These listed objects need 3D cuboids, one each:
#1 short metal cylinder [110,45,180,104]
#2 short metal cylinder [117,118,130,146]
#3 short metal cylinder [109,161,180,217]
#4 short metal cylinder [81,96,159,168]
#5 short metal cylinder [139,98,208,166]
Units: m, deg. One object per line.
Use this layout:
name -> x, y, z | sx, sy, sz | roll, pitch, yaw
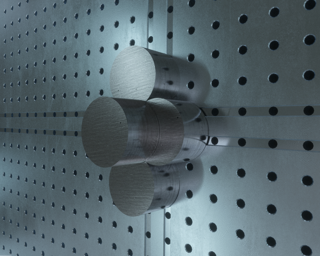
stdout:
short metal cylinder -> -0.021, -0.064, 0.410 | 0.080, 0.050, 0.079 | 0, 90, 39
short metal cylinder -> -0.053, 0.004, 0.437 | 0.080, 0.050, 0.079 | 0, 90, 40
short metal cylinder -> -0.022, 0.072, 0.410 | 0.080, 0.050, 0.080 | -2, 87, 39
short metal cylinder -> -0.048, 0.004, 0.366 | 0.080, 0.050, 0.079 | 0, 90, 40
short metal cylinder -> 0.012, 0.004, 0.383 | 0.080, 0.050, 0.080 | 0, 90, 40
